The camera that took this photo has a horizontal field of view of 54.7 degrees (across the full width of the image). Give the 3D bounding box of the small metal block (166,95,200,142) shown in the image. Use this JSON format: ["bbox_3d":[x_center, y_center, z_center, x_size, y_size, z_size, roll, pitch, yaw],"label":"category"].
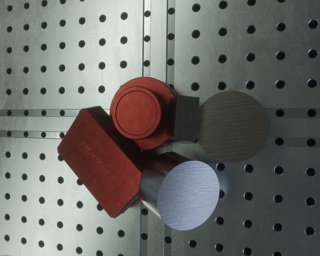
[{"bbox_3d":[0.026,-0.011,0.367,0.025,0.050,0.050,5,91,-8],"label":"small metal block"}]

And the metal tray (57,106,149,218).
[{"bbox_3d":[-0.074,0.045,0.420,0.130,0.030,0.090,47,119,13],"label":"metal tray"}]

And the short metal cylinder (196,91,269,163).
[{"bbox_3d":[0.086,-0.001,0.365,0.080,0.050,0.079,0,90,20],"label":"short metal cylinder"}]

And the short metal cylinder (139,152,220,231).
[{"bbox_3d":[0.022,0.072,0.365,0.050,0.081,0.079,16,97,63],"label":"short metal cylinder"}]

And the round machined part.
[{"bbox_3d":[-0.023,-0.019,0.407,0.098,0.042,0.097,0,90,19],"label":"round machined part"}]
